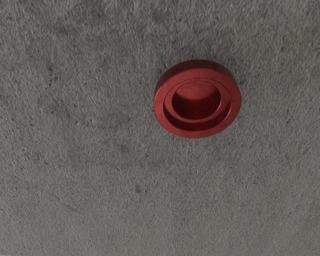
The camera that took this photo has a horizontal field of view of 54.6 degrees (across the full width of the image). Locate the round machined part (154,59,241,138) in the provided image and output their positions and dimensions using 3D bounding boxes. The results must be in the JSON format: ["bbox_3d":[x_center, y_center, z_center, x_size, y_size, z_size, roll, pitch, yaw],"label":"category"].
[{"bbox_3d":[0.042,-0.037,0.364,0.099,0.042,0.097,0,130,0],"label":"round machined part"}]
